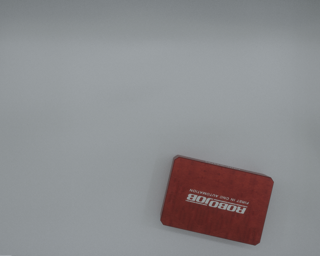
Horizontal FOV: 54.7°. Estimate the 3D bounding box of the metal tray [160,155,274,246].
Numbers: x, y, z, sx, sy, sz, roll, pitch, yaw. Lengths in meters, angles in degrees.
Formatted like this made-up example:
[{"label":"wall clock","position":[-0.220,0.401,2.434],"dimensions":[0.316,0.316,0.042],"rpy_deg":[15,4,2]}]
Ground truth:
[{"label":"metal tray","position":[0.073,0.093,0.409],"dimensions":[0.131,0.030,0.089],"rpy_deg":[13,90,0]}]
